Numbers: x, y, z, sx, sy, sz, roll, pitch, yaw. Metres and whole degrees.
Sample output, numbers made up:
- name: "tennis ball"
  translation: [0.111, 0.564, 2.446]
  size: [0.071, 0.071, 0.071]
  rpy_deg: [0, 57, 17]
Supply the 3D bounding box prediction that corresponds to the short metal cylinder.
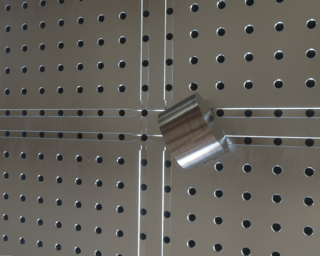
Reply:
- name: "short metal cylinder"
  translation: [0.041, 0.005, 0.368]
  size: [0.050, 0.080, 0.080]
  rpy_deg: [-29, 81, 17]
